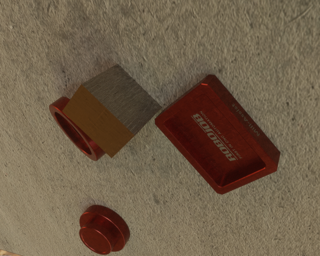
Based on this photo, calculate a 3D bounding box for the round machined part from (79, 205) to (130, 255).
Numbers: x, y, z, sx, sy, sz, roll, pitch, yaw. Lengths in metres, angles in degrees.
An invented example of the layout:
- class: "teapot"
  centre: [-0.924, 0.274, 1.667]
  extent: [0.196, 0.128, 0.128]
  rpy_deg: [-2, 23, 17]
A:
- class: "round machined part"
  centre: [-0.108, 0.194, 0.570]
  extent: [0.098, 0.042, 0.097]
  rpy_deg: [13, 124, 20]

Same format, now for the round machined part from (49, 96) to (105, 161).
- class: "round machined part"
  centre: [-0.104, -0.005, 0.429]
  extent: [0.098, 0.042, 0.098]
  rpy_deg: [38, 156, 22]

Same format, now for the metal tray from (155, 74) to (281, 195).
- class: "metal tray"
  centre: [0.068, 0.012, 0.374]
  extent: [0.130, 0.030, 0.090]
  rpy_deg: [48, 128, -7]

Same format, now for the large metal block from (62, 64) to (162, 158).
- class: "large metal block"
  centre: [-0.056, -0.024, 0.383]
  extent: [0.080, 0.080, 0.050]
  rpy_deg: [44, 125, -3]
